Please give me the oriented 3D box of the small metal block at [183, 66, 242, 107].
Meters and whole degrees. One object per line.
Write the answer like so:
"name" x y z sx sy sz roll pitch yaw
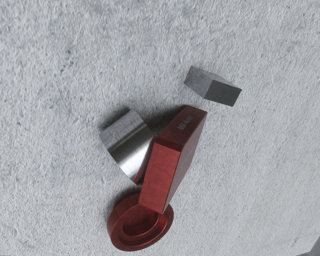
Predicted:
"small metal block" 0.067 -0.053 0.396 0.050 0.050 0.025 11 113 -34

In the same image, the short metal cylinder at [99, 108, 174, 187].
"short metal cylinder" -0.028 0.023 0.372 0.050 0.080 0.080 -38 130 -3

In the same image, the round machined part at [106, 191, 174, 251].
"round machined part" -0.032 0.133 0.462 0.099 0.042 0.097 -14 125 -21

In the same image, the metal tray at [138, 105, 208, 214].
"metal tray" 0.020 0.033 0.383 0.131 0.030 0.089 -45 152 -62
